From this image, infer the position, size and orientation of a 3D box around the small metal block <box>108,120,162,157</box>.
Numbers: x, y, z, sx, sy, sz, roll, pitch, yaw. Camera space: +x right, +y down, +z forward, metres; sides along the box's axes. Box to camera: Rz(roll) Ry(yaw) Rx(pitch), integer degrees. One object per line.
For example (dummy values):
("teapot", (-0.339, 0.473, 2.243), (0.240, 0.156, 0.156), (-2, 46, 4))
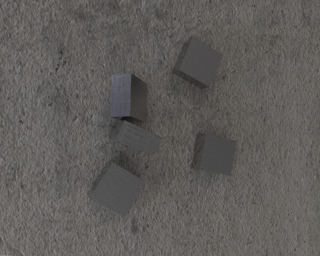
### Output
("small metal block", (-0.032, 0.011, 0.383), (0.050, 0.050, 0.025), (25, 84, -18))

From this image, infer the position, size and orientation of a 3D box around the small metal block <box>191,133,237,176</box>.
("small metal block", (0.076, 0.037, 0.437), (0.050, 0.025, 0.050), (12, 86, -20))

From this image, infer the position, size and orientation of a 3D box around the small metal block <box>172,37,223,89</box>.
("small metal block", (0.052, -0.089, 0.428), (0.050, 0.025, 0.050), (26, 81, -18))

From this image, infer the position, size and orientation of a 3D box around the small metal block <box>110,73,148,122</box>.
("small metal block", (-0.037, -0.035, 0.377), (0.025, 0.050, 0.050), (-2, 83, 19))

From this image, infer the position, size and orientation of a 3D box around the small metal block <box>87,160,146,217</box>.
("small metal block", (-0.055, 0.075, 0.389), (0.050, 0.025, 0.050), (34, 79, -17))
